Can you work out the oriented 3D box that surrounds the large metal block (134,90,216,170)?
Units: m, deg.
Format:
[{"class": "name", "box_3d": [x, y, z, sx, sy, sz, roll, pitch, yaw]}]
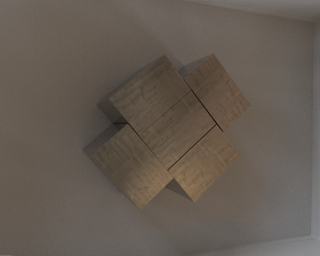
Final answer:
[{"class": "large metal block", "box_3d": [0.008, 0.002, 0.385, 0.080, 0.080, 0.050, -42, 104, -15]}]

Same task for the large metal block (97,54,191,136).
[{"class": "large metal block", "box_3d": [-0.022, -0.037, 0.372, 0.080, 0.080, 0.050, -42, 104, -15]}]

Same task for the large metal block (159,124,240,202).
[{"class": "large metal block", "box_3d": [0.039, 0.040, 0.396, 0.080, 0.080, 0.050, -42, 104, -15]}]

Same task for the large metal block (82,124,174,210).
[{"class": "large metal block", "box_3d": [-0.041, 0.041, 0.366, 0.050, 0.080, 0.080, -43, 104, -15]}]

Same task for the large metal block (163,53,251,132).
[{"class": "large metal block", "box_3d": [0.055, -0.042, 0.402, 0.050, 0.080, 0.080, -43, 104, -15]}]
